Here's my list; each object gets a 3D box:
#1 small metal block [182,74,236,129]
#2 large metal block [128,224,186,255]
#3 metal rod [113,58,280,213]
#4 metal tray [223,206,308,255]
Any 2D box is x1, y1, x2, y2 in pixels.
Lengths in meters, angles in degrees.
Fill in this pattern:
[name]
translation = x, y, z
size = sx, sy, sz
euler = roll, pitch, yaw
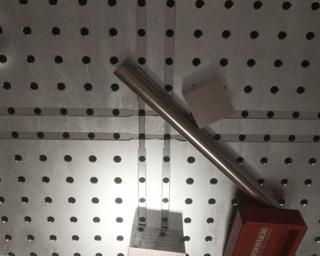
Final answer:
[small metal block]
translation = 0.063, -0.034, 0.402
size = 0.050, 0.025, 0.050
euler = -26, 108, 8
[large metal block]
translation = -0.009, 0.201, 0.474
size = 0.081, 0.050, 0.079
euler = 8, 110, -4
[metal rod]
translation = 0.058, 0.020, 0.421
size = 0.300, 0.025, 0.025
euler = 42, 105, -14
[metal tray]
translation = 0.151, 0.175, 0.463
size = 0.091, 0.030, 0.129
euler = 4, 122, -2
